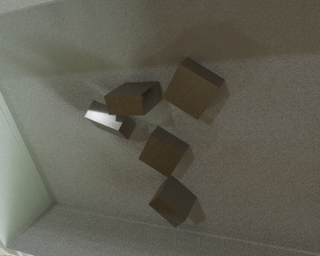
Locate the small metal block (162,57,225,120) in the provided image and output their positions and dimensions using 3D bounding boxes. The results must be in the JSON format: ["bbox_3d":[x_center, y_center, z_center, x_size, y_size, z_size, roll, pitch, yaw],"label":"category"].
[{"bbox_3d":[0.038,-0.045,0.359,0.050,0.025,0.050,33,129,6],"label":"small metal block"}]

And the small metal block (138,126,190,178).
[{"bbox_3d":[0.005,0.033,0.425,0.050,0.025,0.050,32,128,7],"label":"small metal block"}]

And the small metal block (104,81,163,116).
[{"bbox_3d":[-0.032,-0.037,0.384,0.050,0.050,0.025,2,117,27],"label":"small metal block"}]

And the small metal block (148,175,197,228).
[{"bbox_3d":[0.019,0.105,0.446,0.050,0.050,0.025,42,129,-1],"label":"small metal block"}]

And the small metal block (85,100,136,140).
[{"bbox_3d":[-0.066,-0.010,0.418,0.050,0.025,0.050,21,168,14],"label":"small metal block"}]
